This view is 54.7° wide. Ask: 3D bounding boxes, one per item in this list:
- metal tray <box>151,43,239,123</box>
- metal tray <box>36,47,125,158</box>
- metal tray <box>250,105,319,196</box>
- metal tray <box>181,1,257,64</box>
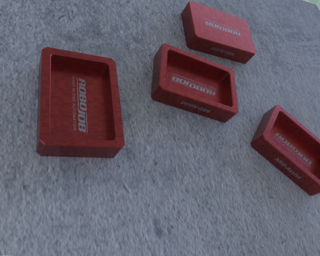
[{"bbox_3d":[0.054,-0.068,0.472,0.131,0.030,0.090,16,55,-20],"label":"metal tray"},{"bbox_3d":[-0.095,-0.030,0.368,0.091,0.030,0.130,5,60,-26],"label":"metal tray"},{"bbox_3d":[0.217,0.034,0.499,0.130,0.030,0.090,40,51,-2],"label":"metal tray"},{"bbox_3d":[0.107,-0.174,0.567,0.131,0.030,0.090,8,58,-24],"label":"metal tray"}]
